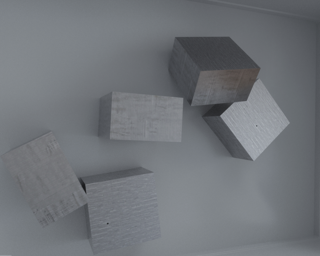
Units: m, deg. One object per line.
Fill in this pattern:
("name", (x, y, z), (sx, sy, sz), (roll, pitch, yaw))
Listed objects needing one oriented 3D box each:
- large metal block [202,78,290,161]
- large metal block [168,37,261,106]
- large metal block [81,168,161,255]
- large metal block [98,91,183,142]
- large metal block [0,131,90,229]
("large metal block", (0.122, -0.012, 0.442), (0.080, 0.050, 0.080), (-42, 104, -15))
("large metal block", (0.066, -0.076, 0.398), (0.081, 0.080, 0.050), (-7, 134, -20))
("large metal block", (-0.049, 0.097, 0.379), (0.081, 0.050, 0.080), (-7, 93, -20))
("large metal block", (-0.026, -0.011, 0.371), (0.081, 0.080, 0.050), (3, 89, -20))
("large metal block", (-0.122, 0.050, 0.336), (0.050, 0.080, 0.080), (-29, 100, -18))
